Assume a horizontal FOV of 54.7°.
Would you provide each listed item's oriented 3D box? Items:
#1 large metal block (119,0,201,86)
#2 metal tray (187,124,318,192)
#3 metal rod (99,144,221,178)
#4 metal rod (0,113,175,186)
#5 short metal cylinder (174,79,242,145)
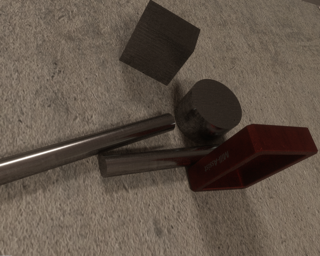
[{"bbox_3d":[-0.001,-0.118,0.442,0.080,0.080,0.050,27,52,-12],"label":"large metal block"},{"bbox_3d":[0.104,0.040,0.370,0.091,0.129,0.030,3,61,-27],"label":"metal tray"},{"bbox_3d":[0.067,0.035,0.420,0.303,0.025,0.025,-3,64,-30],"label":"metal rod"},{"bbox_3d":[-0.106,0.028,0.330,0.302,0.025,0.025,-17,71,-35],"label":"metal rod"},{"bbox_3d":[0.068,-0.023,0.440,0.081,0.050,0.080,14,56,-21],"label":"short metal cylinder"}]
